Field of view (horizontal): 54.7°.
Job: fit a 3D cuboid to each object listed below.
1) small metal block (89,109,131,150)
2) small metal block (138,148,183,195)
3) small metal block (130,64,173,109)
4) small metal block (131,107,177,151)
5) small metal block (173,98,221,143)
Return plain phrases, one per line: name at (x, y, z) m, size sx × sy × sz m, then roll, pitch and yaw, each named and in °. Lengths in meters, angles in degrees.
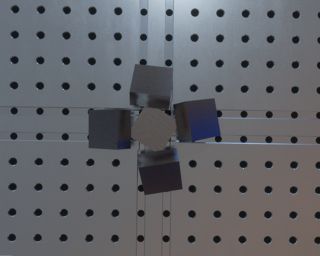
small metal block at (-0.065, 0.002, 0.401) m, size 0.050 × 0.025 × 0.050 m, roll 0°, pitch 90°, yaw 34°
small metal block at (0.001, 0.057, 0.401) m, size 0.050 × 0.025 × 0.050 m, roll -9°, pitch 126°, yaw 0°
small metal block at (-0.011, -0.054, 0.401) m, size 0.050 × 0.025 × 0.050 m, roll 6°, pitch 54°, yaw 0°
small metal block at (-0.008, 0.001, 0.413) m, size 0.050 × 0.025 × 0.050 m, roll 31°, pitch 90°, yaw -1°
small metal block at (0.048, -0.010, 0.402) m, size 0.050 × 0.025 × 0.050 m, roll -10°, pitch 90°, yaw -35°
